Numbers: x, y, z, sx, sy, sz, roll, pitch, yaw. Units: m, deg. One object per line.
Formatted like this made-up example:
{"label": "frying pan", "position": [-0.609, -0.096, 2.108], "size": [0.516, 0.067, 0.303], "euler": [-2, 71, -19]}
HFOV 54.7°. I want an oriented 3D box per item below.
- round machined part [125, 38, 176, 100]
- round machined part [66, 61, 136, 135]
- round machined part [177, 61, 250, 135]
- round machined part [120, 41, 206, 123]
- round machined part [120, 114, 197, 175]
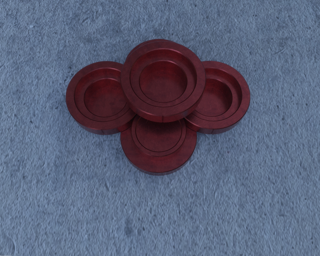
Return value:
{"label": "round machined part", "position": [-0.001, -0.084, 0.431], "size": [0.099, 0.042, 0.098], "euler": [0, 70, -1]}
{"label": "round machined part", "position": [-0.070, -0.036, 0.413], "size": [0.099, 0.042, 0.098], "euler": [0, 70, -1]}
{"label": "round machined part", "position": [0.066, -0.037, 0.415], "size": [0.099, 0.042, 0.098], "euler": [0, 70, -1]}
{"label": "round machined part", "position": [0.004, -0.052, 0.374], "size": [0.099, 0.042, 0.098], "euler": [0, 70, -1]}
{"label": "round machined part", "position": [-0.002, 0.009, 0.397], "size": [0.099, 0.042, 0.098], "euler": [0, 70, -1]}
